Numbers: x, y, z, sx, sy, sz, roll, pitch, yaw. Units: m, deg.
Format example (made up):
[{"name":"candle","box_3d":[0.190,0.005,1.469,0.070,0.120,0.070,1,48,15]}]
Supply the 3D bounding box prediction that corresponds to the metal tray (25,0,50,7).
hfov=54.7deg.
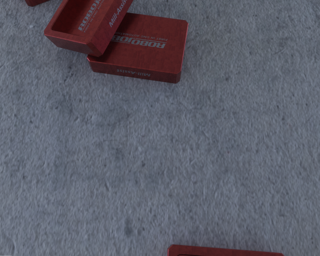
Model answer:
[{"name":"metal tray","box_3d":[-0.168,-0.258,0.497,0.131,0.030,0.090,-25,72,-9]}]

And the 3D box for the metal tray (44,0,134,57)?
[{"name":"metal tray","box_3d":[-0.093,-0.168,0.433,0.090,0.030,0.130,19,76,28]}]

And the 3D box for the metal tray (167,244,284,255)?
[{"name":"metal tray","box_3d":[0.071,0.180,0.340,0.131,0.030,0.090,4,70,1]}]

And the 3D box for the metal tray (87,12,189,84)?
[{"name":"metal tray","box_3d":[-0.030,-0.119,0.449,0.131,0.030,0.090,9,70,2]}]
